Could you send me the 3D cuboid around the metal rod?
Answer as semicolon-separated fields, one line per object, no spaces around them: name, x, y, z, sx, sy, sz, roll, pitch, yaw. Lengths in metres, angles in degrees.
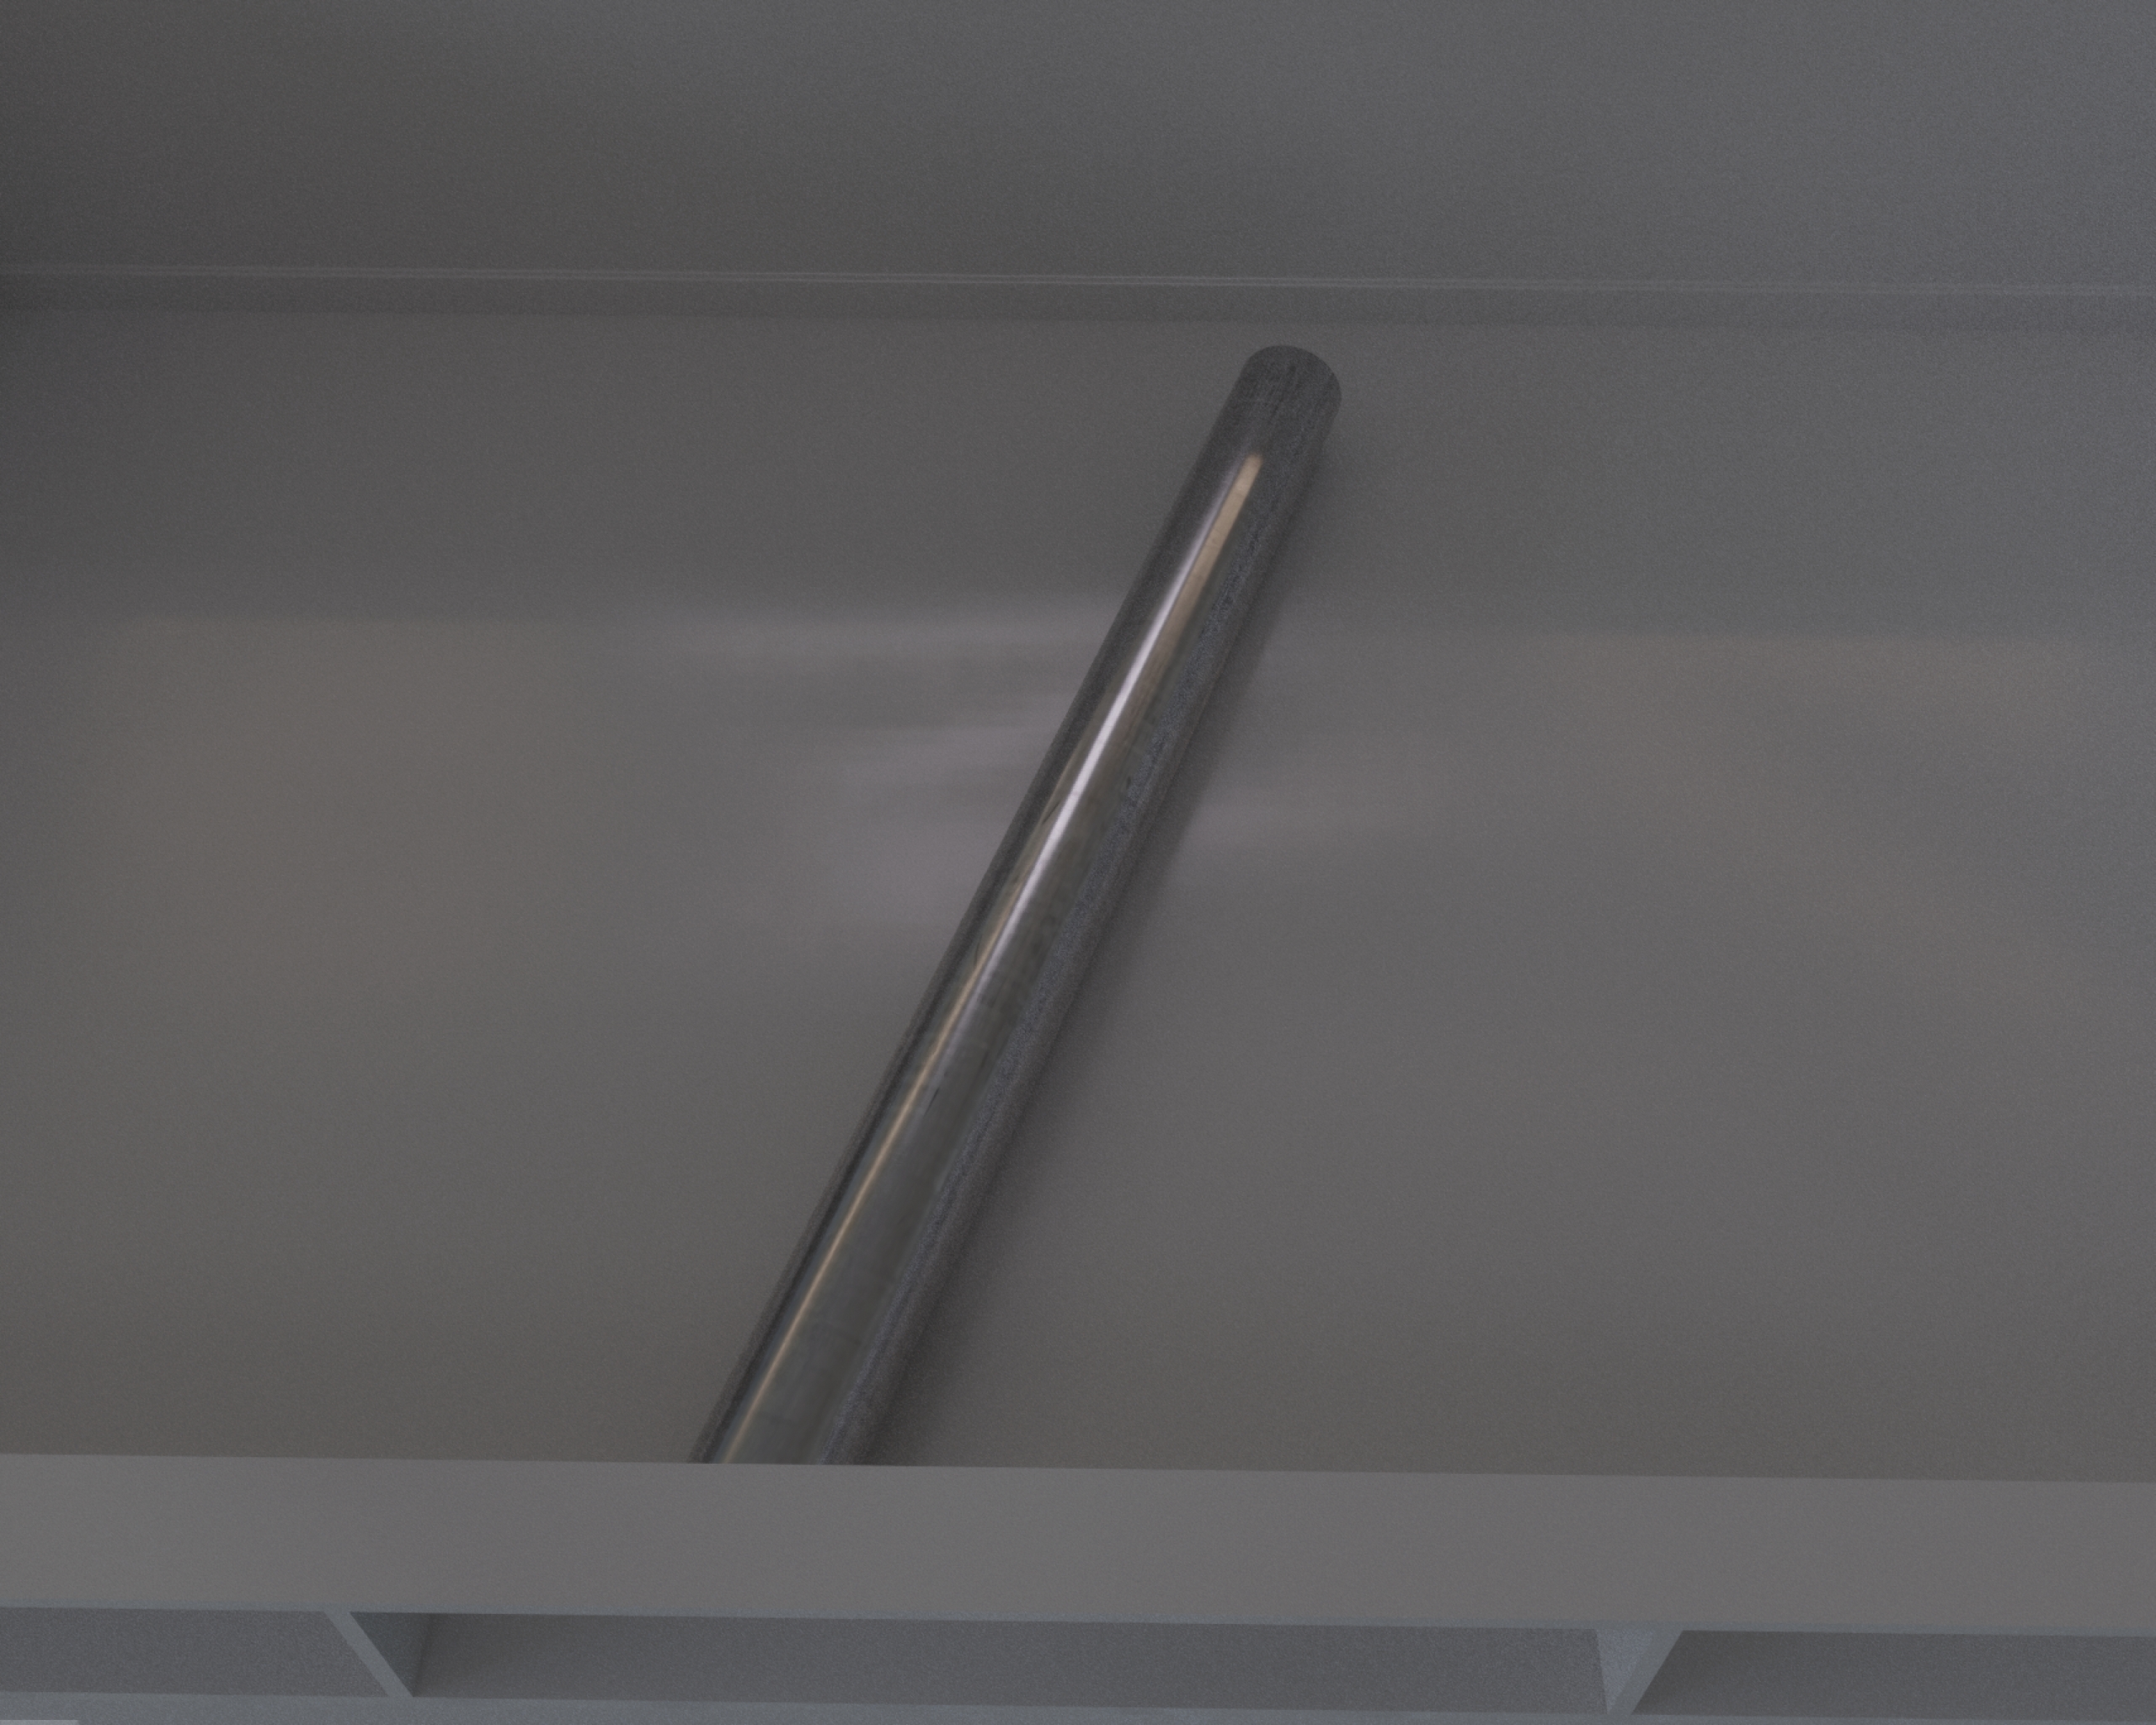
metal rod;-0.001;-0.004;0.406;0.025;0.025;0.301;16;52;13
